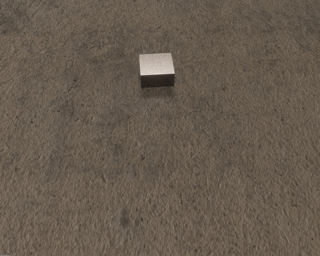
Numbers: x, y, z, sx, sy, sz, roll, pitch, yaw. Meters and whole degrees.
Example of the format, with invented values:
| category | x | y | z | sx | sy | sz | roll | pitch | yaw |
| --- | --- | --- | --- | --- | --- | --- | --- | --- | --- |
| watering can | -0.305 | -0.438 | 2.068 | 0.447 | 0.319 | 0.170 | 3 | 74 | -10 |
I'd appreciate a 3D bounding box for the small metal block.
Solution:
| category | x | y | z | sx | sy | sz | roll | pitch | yaw |
| --- | --- | --- | --- | --- | --- | --- | --- | --- | --- |
| small metal block | -0.005 | -0.089 | 0.478 | 0.050 | 0.025 | 0.050 | -4 | 50 | -4 |
